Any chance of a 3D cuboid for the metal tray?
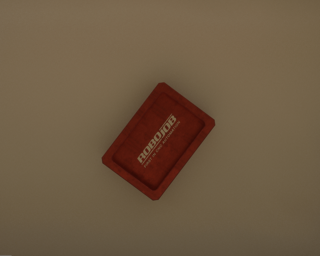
[{"bbox_3d":[-0.002,0.017,0.408,0.090,0.030,0.130,37,90,-1],"label":"metal tray"}]
